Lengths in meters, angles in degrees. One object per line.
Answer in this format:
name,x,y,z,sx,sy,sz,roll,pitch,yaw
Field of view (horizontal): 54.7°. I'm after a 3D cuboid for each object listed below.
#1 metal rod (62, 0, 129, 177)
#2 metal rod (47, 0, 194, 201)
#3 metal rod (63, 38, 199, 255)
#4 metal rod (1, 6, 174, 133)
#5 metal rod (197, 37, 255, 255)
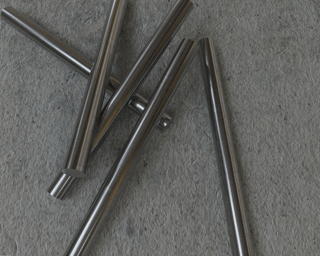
metal rod,-0.077,-0.080,0.409,0.025,0.025,0.300,6,60,2
metal rod,-0.046,-0.043,0.397,0.025,0.025,0.300,32,83,11
metal rod,-0.029,0.020,0.379,0.025,0.025,0.299,26,80,9
metal rod,-0.110,-0.089,0.439,0.300,0.025,0.025,35,74,12
metal rod,0.082,0.015,0.403,0.025,0.025,0.299,-5,70,-2
